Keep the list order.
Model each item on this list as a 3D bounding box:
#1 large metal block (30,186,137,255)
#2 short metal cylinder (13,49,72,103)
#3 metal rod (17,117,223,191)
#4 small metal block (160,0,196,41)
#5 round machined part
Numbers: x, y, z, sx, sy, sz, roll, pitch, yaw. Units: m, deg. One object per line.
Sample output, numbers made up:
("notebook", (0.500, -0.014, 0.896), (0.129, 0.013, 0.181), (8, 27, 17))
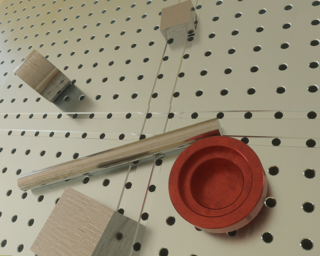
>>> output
("large metal block", (-0.088, 0.125, 0.360), (0.080, 0.050, 0.080), (16, 70, 34))
("short metal cylinder", (-0.199, -0.088, 0.529), (0.080, 0.080, 0.050), (35, 82, 38))
("metal rod", (-0.066, 0.041, 0.416), (0.301, 0.025, 0.025), (-17, 55, 18))
("small metal block", (0.029, -0.173, 0.497), (0.050, 0.025, 0.050), (-10, 58, 22))
("round machined part", (0.062, 0.061, 0.327), (0.098, 0.042, 0.098), (-13, 56, 20))
